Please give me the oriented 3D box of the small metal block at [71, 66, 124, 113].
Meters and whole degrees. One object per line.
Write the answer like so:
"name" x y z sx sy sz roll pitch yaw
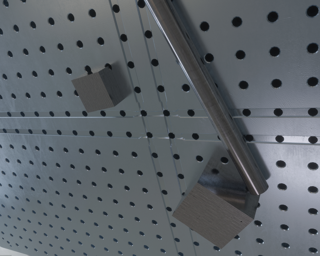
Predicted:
"small metal block" -0.085 -0.052 0.424 0.050 0.025 0.050 -10 114 32

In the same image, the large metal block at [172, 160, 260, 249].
"large metal block" 0.075 0.104 0.420 0.080 0.050 0.079 33 129 6

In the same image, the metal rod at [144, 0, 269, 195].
"metal rod" 0.051 -0.047 0.355 0.025 0.025 0.299 -21 108 36
